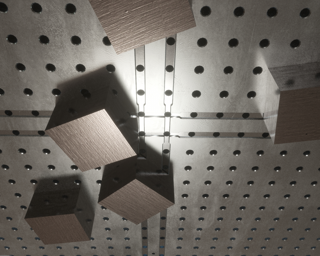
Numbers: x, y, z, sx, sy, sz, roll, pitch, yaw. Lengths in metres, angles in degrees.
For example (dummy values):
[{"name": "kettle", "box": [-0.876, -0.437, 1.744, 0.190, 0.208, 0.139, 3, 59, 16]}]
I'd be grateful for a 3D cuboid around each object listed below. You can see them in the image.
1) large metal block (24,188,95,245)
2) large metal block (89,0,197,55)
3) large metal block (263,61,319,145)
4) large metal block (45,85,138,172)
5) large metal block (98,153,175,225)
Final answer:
[{"name": "large metal block", "box": [-0.164, 0.149, 0.520, 0.080, 0.050, 0.080, -7, 130, 5]}, {"name": "large metal block", "box": [-0.019, -0.126, 0.287, 0.080, 0.050, 0.080, -17, 129, 13]}, {"name": "large metal block", "box": [0.174, -0.030, 0.372, 0.080, 0.050, 0.080, -7, 130, 5]}, {"name": "large metal block", "box": [-0.083, 0.003, 0.396, 0.080, 0.050, 0.080, -19, 128, 15]}, {"name": "large metal block", "box": [-0.035, 0.096, 0.476, 0.080, 0.050, 0.080, -36, 122, 26]}]
